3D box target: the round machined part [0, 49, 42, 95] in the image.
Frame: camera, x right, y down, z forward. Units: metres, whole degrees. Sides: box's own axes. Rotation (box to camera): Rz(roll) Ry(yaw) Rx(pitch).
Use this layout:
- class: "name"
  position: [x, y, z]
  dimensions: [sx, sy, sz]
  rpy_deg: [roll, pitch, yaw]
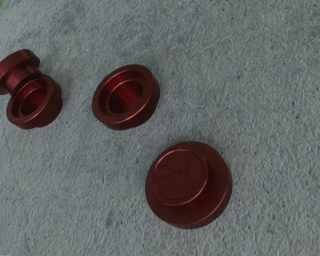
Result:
- class: "round machined part"
  position: [-0.256, -0.093, 0.562]
  dimensions: [0.098, 0.098, 0.042]
  rpy_deg: [-44, 93, -3]

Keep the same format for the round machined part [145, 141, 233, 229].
- class: "round machined part"
  position: [0.027, 0.058, 0.343]
  dimensions: [0.098, 0.042, 0.098]
  rpy_deg: [-13, 56, 21]

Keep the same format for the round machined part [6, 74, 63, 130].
- class: "round machined part"
  position: [-0.206, -0.040, 0.526]
  dimensions: [0.098, 0.042, 0.098]
  rpy_deg: [-13, 56, 21]

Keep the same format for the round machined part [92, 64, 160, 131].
- class: "round machined part"
  position: [-0.044, -0.039, 0.440]
  dimensions: [0.098, 0.042, 0.098]
  rpy_deg: [-13, 56, 21]
